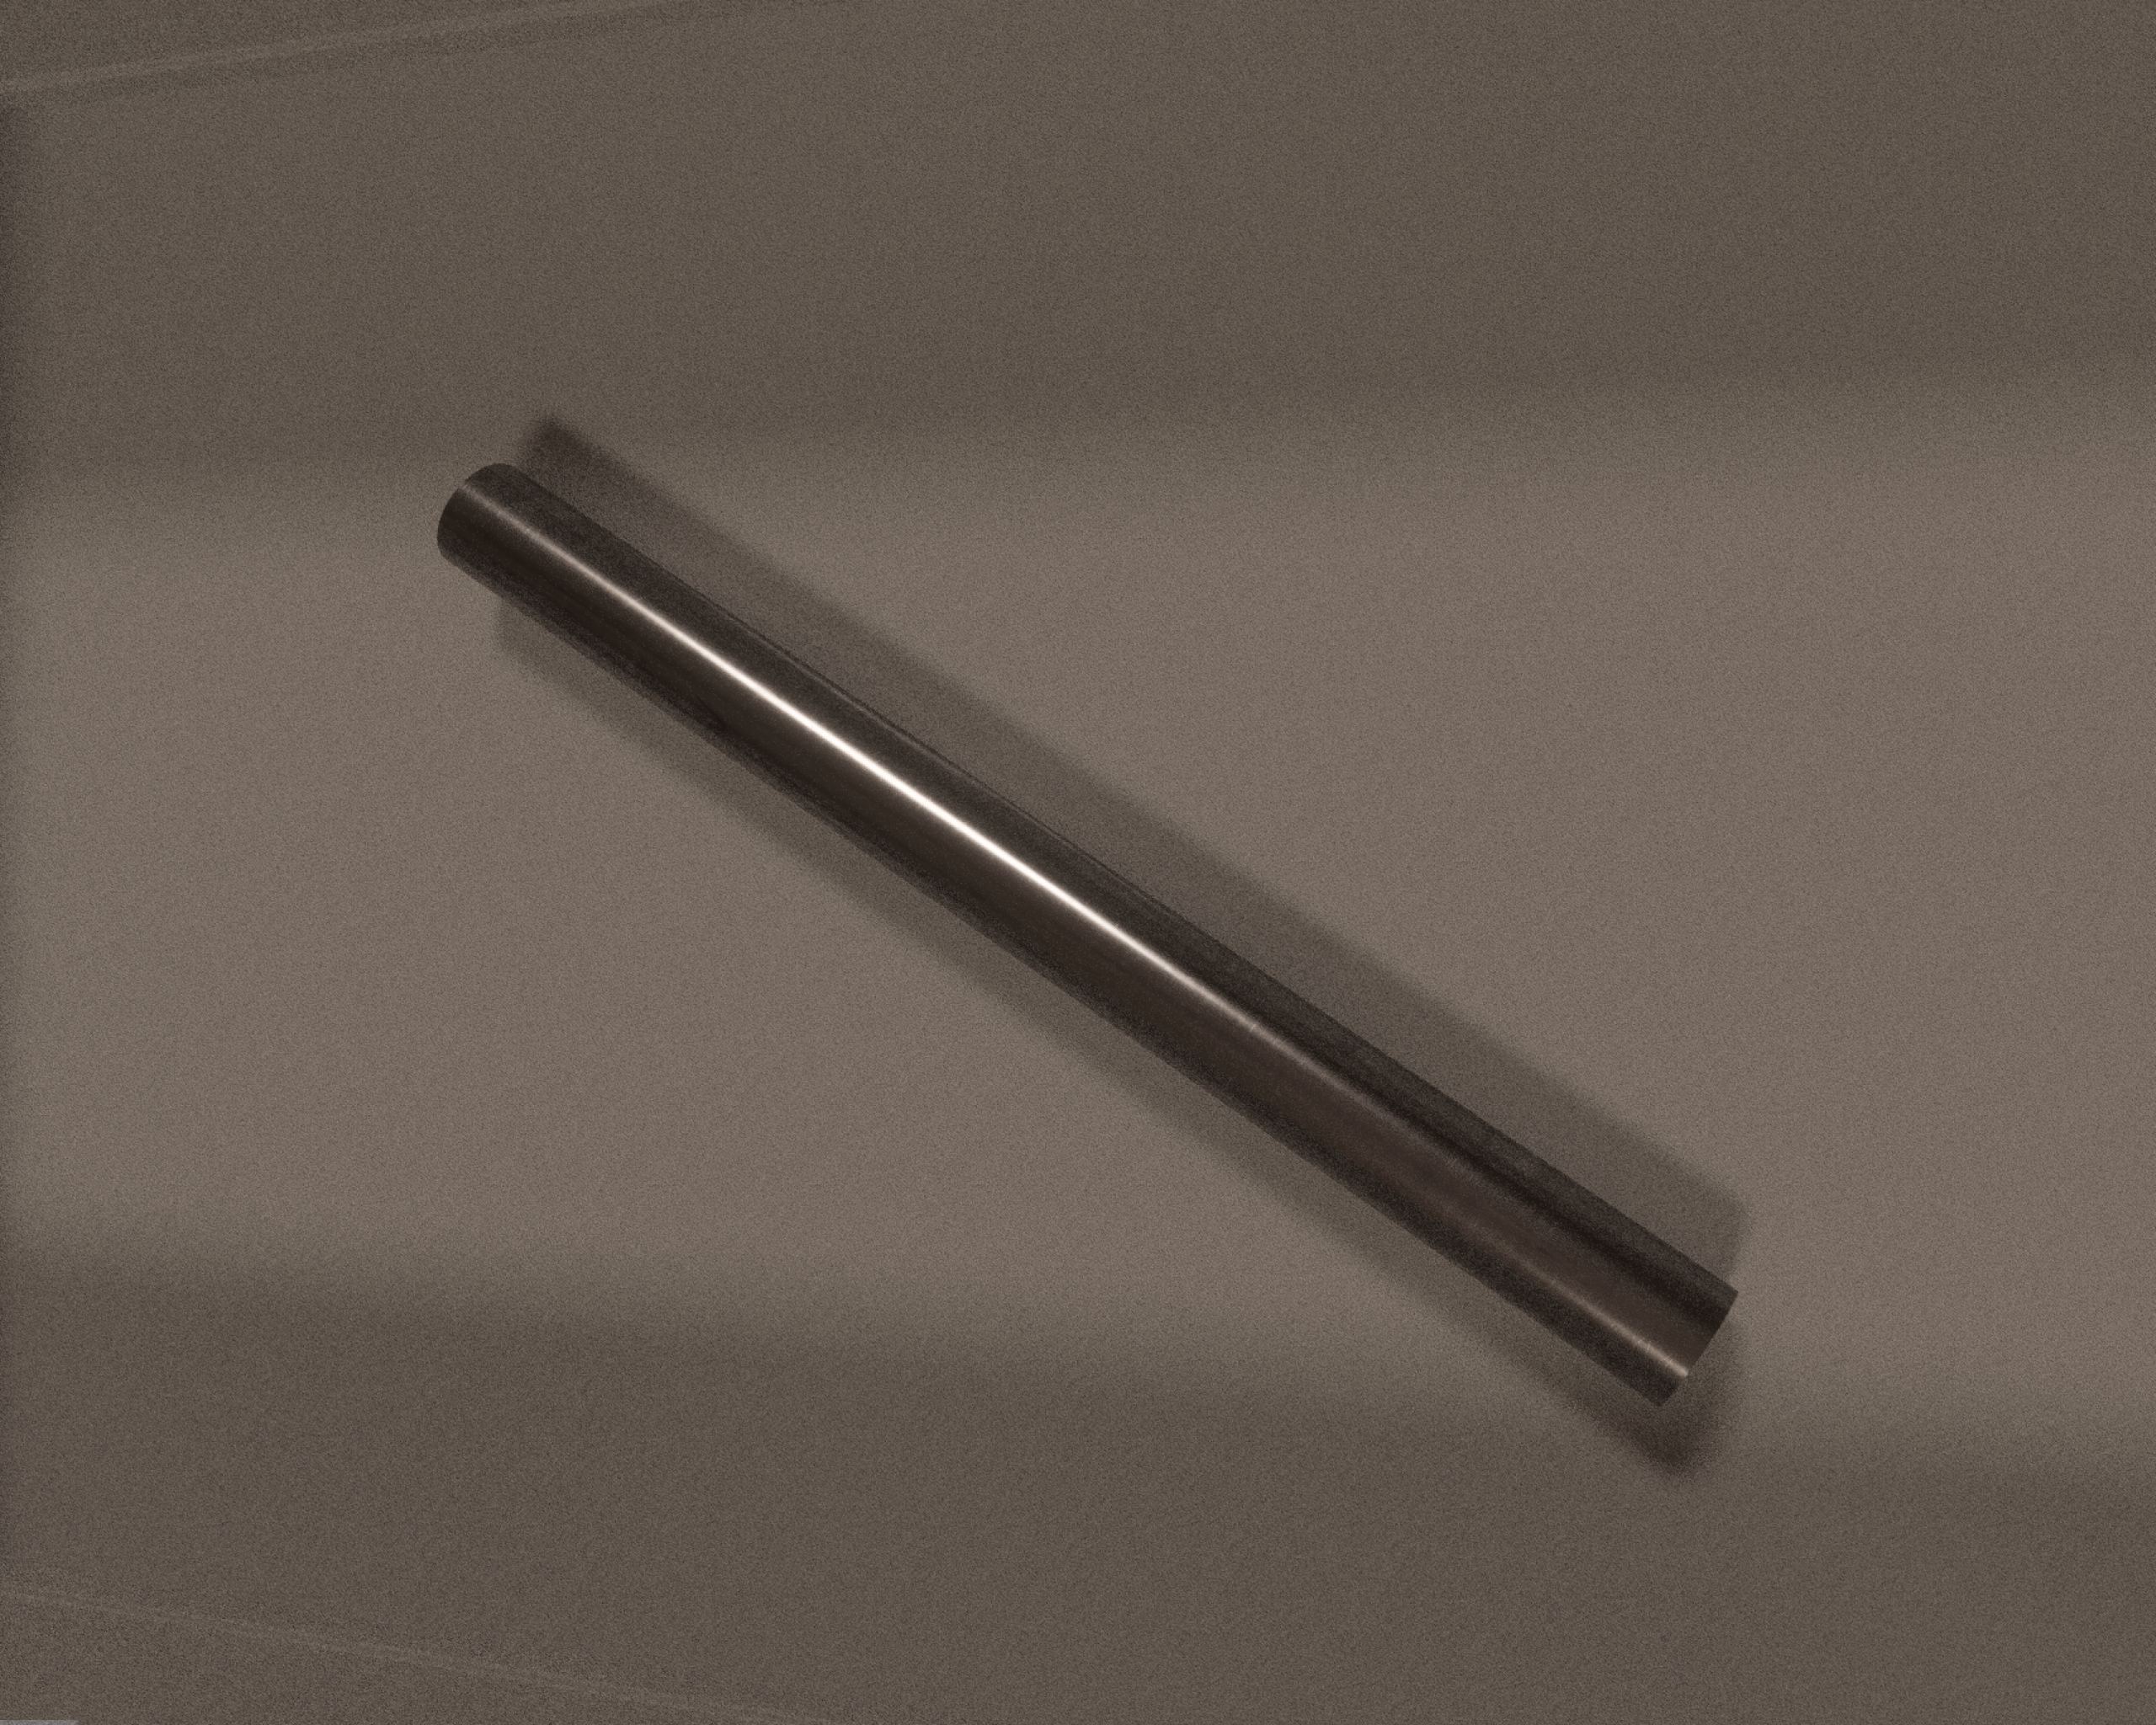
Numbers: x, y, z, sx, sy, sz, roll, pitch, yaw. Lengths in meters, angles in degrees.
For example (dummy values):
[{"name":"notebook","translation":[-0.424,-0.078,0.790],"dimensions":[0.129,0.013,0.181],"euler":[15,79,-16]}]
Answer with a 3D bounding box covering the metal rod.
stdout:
[{"name":"metal rod","translation":[-0.010,0.005,0.411],"dimensions":[0.300,0.025,0.025],"euler":[34,101,16]}]
